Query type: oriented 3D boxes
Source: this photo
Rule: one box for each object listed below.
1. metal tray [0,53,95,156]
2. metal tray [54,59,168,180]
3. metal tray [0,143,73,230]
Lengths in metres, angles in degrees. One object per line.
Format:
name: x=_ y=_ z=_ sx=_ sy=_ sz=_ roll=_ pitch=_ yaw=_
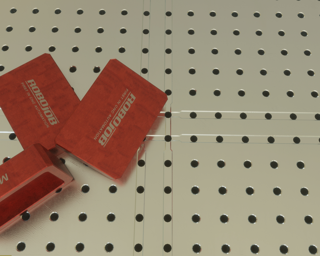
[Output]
metal tray: x=-0.157 y=-0.028 z=0.418 sx=0.090 sy=0.030 sz=0.130 roll=-32 pitch=74 yaw=-12
metal tray: x=-0.060 y=-0.011 z=0.395 sx=0.090 sy=0.030 sz=0.130 roll=34 pitch=72 yaw=-12
metal tray: x=-0.171 y=0.076 z=0.347 sx=0.131 sy=0.090 sz=0.030 roll=-35 pitch=74 yaw=-12
